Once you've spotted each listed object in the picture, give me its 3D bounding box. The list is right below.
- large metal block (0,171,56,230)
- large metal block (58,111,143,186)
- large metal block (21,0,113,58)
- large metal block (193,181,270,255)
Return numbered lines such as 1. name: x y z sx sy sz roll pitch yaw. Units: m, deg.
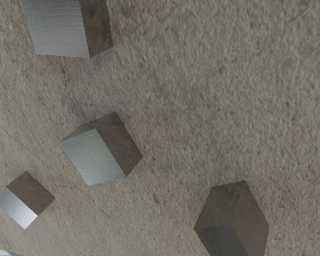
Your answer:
1. large metal block: -0.269 0.145 0.619 0.080 0.050 0.080 45 129 -3
2. large metal block: -0.086 0.032 0.454 0.080 0.050 0.080 -18 109 35
3. large metal block: -0.108 -0.131 0.365 0.080 0.050 0.079 9 123 23
4. large metal block: 0.096 0.128 0.399 0.050 0.080 0.080 -20 108 35
